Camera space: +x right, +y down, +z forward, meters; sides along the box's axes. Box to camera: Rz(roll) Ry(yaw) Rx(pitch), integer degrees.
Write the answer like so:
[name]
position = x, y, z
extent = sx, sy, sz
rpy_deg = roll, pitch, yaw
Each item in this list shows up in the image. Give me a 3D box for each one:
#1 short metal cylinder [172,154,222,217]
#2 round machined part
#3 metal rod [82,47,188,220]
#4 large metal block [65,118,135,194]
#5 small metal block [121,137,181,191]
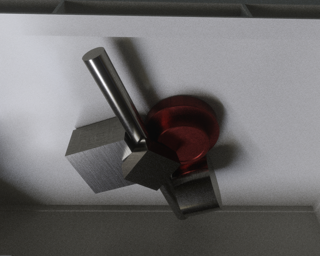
[short metal cylinder]
position = 0.053, 0.082, 0.442
extent = 0.050, 0.080, 0.080
rpy_deg = -16, 129, 13
[round machined part]
position = 0.028, 0.010, 0.404
extent = 0.099, 0.042, 0.097
rpy_deg = -1, 130, 0
[metal rod]
position = -0.015, 0.031, 0.405
extent = 0.025, 0.025, 0.299
rpy_deg = -16, 129, 13
[large metal block]
position = -0.066, 0.037, 0.418
extent = 0.080, 0.050, 0.080
rpy_deg = -16, 129, 12
[small metal block]
position = -0.011, 0.045, 0.382
extent = 0.050, 0.025, 0.050
rpy_deg = 26, 114, -30
